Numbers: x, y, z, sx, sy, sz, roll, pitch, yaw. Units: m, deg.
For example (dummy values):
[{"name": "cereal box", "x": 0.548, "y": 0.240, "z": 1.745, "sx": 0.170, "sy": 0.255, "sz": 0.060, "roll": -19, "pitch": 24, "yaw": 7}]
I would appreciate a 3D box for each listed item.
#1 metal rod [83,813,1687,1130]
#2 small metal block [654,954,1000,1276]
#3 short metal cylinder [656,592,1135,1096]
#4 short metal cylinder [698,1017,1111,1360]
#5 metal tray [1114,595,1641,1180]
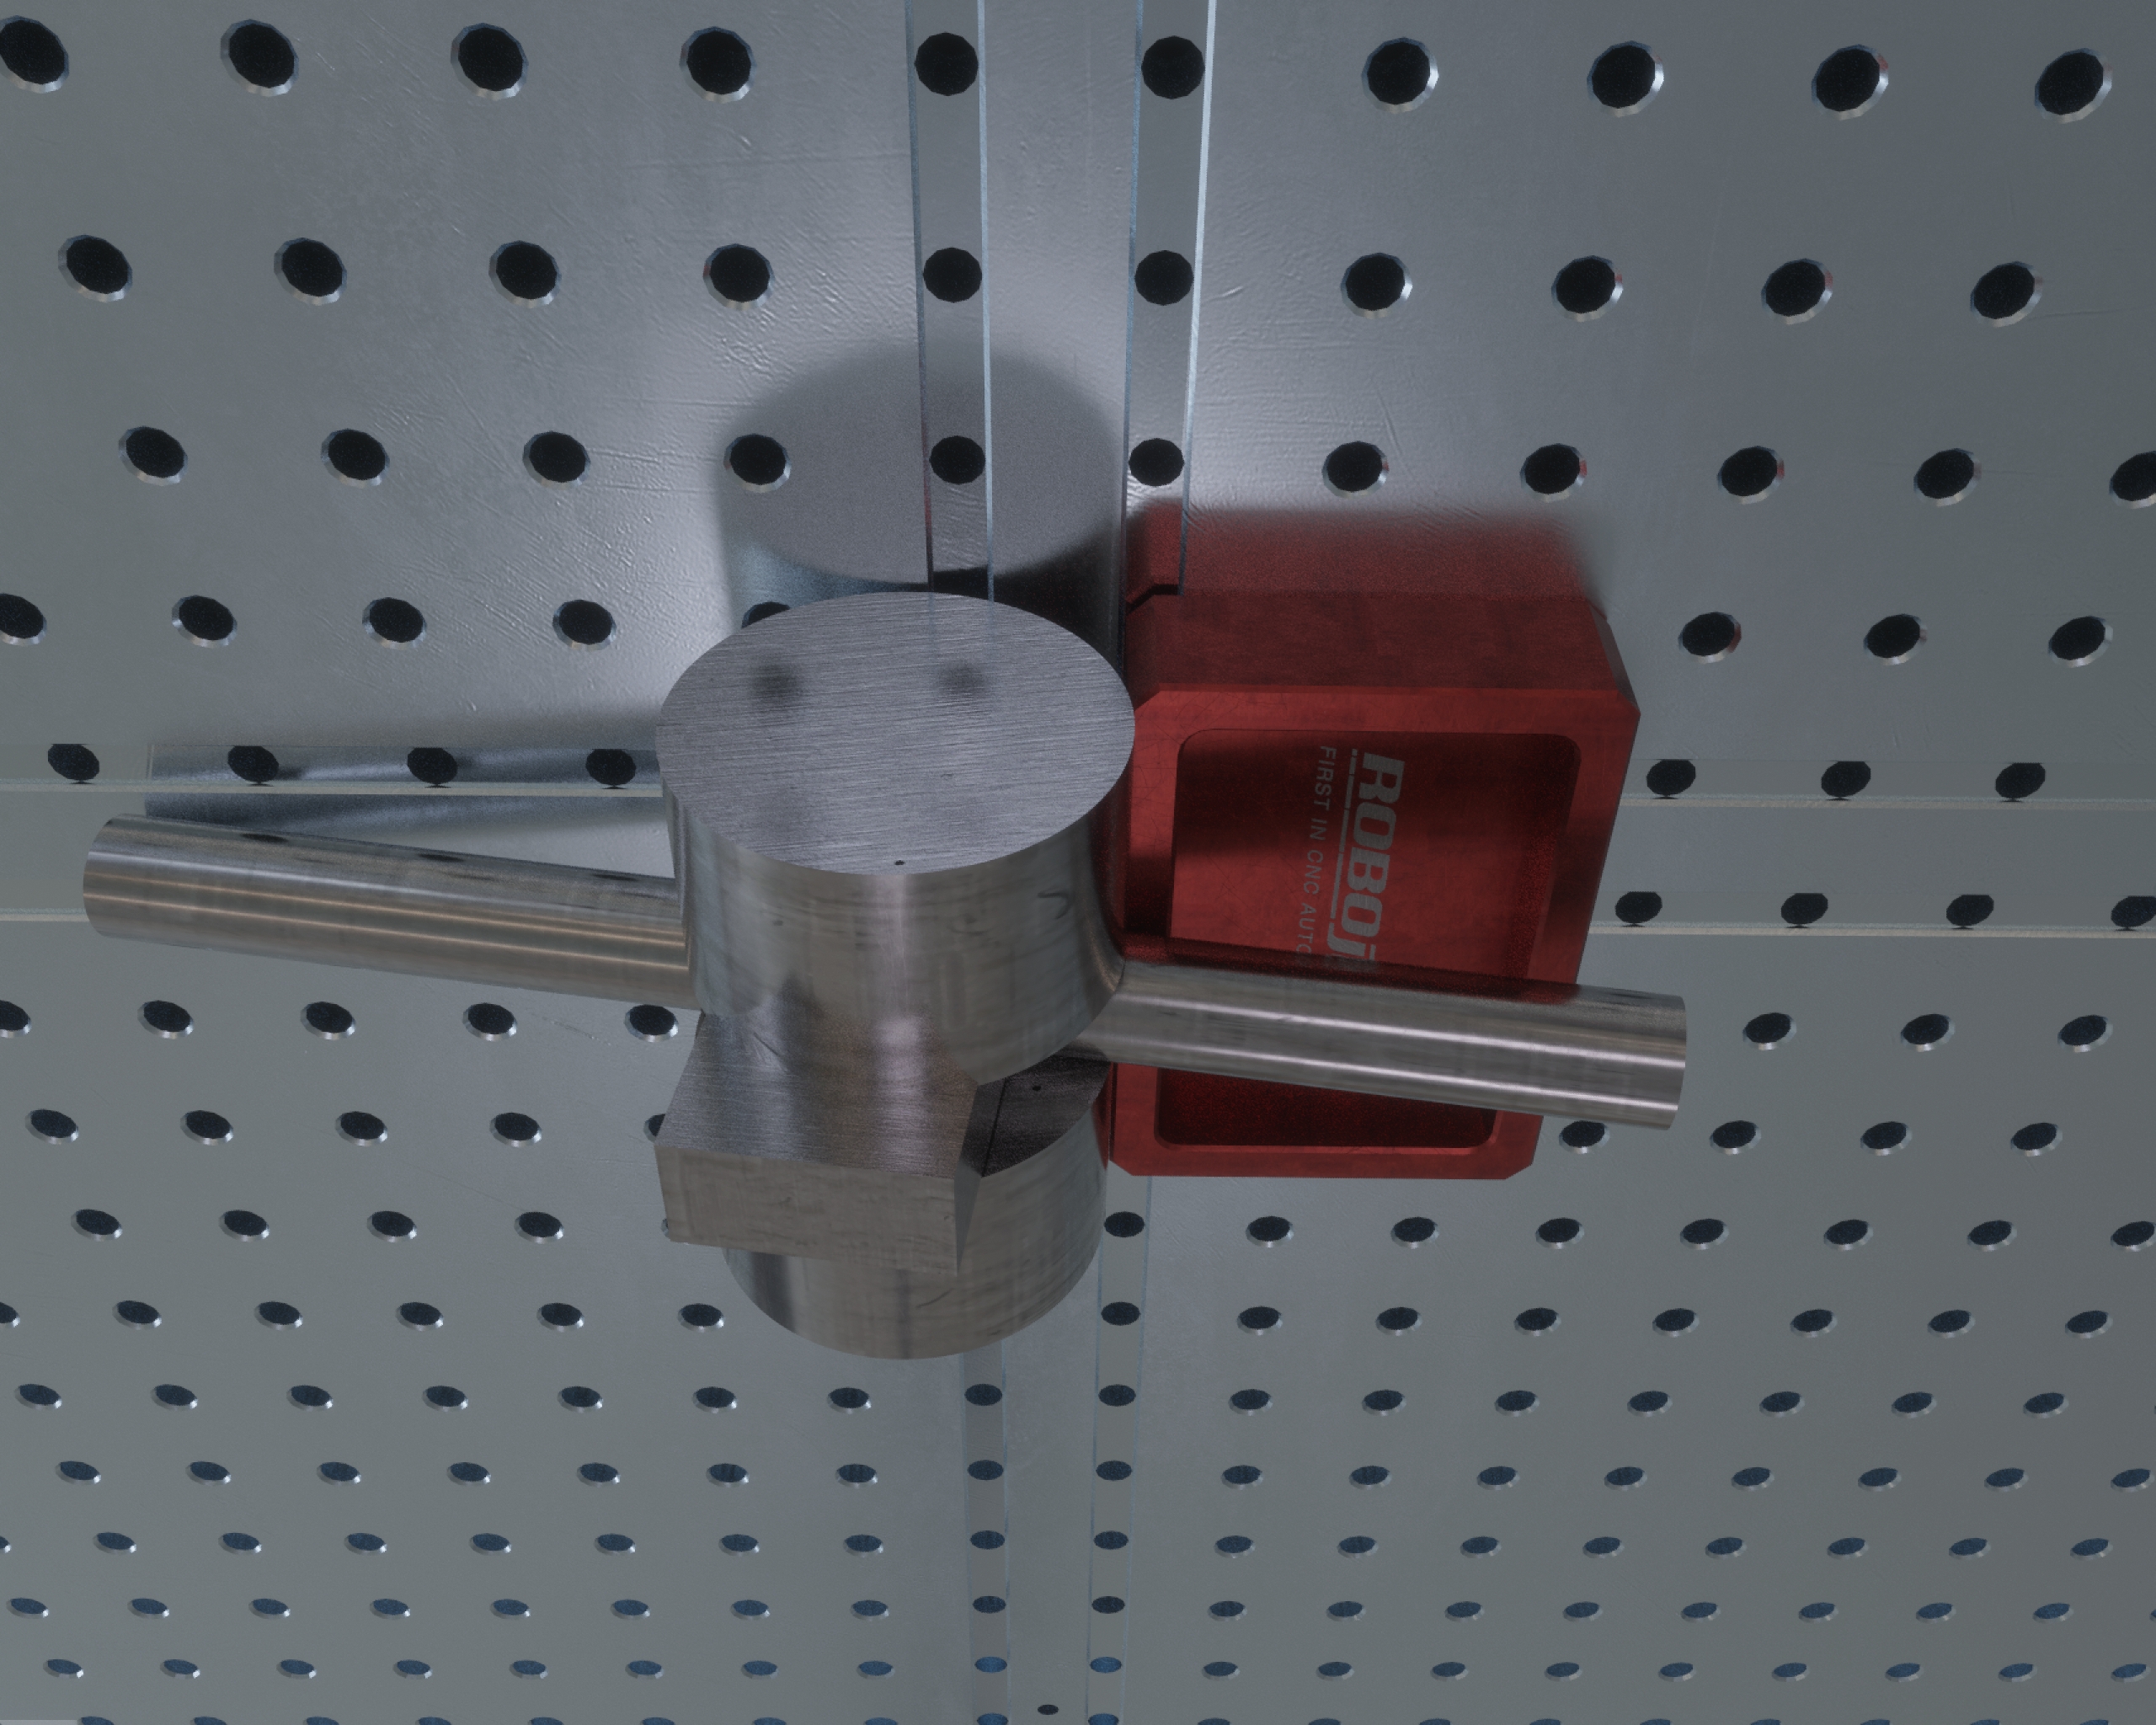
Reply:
[{"name": "metal rod", "x": -0.040, "y": 0.020, "z": 0.397, "sx": 0.302, "sy": 0.025, "sz": 0.025, "roll": 7, "pitch": 131, "yaw": 6}, {"name": "small metal block", "x": -0.042, "y": 0.043, "z": 0.368, "sx": 0.050, "sy": 0.050, "sz": 0.025, "roll": 6, "pitch": 130, "yaw": 6}, {"name": "short metal cylinder", "x": -0.031, "y": -0.005, "z": 0.369, "sx": 0.081, "sy": 0.080, "sz": 0.050, "roll": 1, "pitch": 130, "yaw": -1}, {"name": "short metal cylinder", "x": -0.034, "y": 0.052, "z": 0.418, "sx": 0.081, "sy": 0.080, "sz": 0.050, "roll": 1, "pitch": 130, "yaw": -1}, {"name": "metal tray", "x": 0.053, "y": 0.009, "z": 0.417, "sx": 0.091, "sy": 0.030, "sz": 0.129, "roll": 1, "pitch": 130, "yaw": -1}]
